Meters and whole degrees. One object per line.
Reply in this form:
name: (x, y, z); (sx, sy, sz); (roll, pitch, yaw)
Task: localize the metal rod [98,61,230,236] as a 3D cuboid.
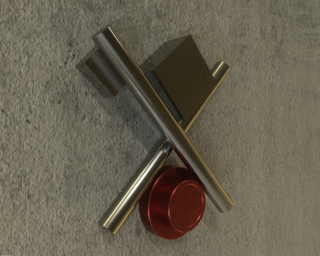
metal rod: (0.019, 0.011, 0.426); (0.025, 0.025, 0.301); (53, 59, -28)

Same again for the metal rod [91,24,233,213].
metal rod: (0.017, 0.007, 0.390); (0.025, 0.025, 0.300); (-51, 120, -28)

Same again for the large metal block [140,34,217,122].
large metal block: (0.020, -0.064, 0.410); (0.080, 0.050, 0.080); (-49, 120, -29)

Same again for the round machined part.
round machined part: (0.024, 0.101, 0.417); (0.099, 0.042, 0.097); (0, 90, -40)

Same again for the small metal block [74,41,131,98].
small metal block: (-0.060, -0.070, 0.358); (0.050, 0.025, 0.050); (51, 60, -28)
